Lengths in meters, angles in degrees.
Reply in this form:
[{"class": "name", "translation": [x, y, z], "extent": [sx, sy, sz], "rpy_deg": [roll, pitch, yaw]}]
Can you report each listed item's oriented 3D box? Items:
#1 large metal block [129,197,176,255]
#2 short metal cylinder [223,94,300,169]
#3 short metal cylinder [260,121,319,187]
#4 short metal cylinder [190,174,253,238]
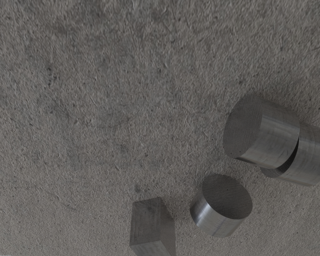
[{"class": "large metal block", "translation": [-0.010, 0.176, 0.521], "extent": [0.050, 0.080, 0.080], "rpy_deg": [-15, 129, 12]}, {"class": "short metal cylinder", "translation": [0.120, 0.005, 0.376], "extent": [0.050, 0.080, 0.079], "rpy_deg": [18, 128, -15]}, {"class": "short metal cylinder", "translation": [0.172, 0.031, 0.399], "extent": [0.050, 0.080, 0.079], "rpy_deg": [16, 128, -13]}, {"class": "short metal cylinder", "translation": [0.092, 0.118, 0.472], "extent": [0.081, 0.080, 0.050], "rpy_deg": [14, 129, -12]}]
